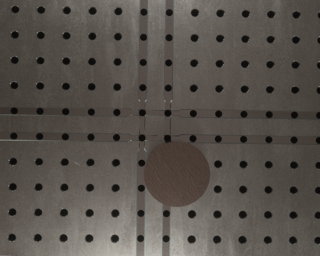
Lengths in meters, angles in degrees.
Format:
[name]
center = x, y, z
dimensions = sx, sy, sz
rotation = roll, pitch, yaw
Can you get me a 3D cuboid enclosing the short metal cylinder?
[short metal cylinder]
center = 0.021, 0.056, 0.401
dimensions = 0.081, 0.050, 0.079
rotation = 0, 90, -1
